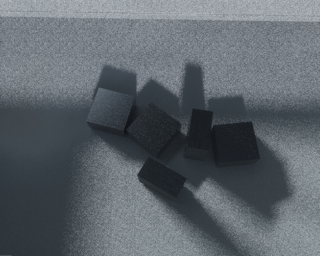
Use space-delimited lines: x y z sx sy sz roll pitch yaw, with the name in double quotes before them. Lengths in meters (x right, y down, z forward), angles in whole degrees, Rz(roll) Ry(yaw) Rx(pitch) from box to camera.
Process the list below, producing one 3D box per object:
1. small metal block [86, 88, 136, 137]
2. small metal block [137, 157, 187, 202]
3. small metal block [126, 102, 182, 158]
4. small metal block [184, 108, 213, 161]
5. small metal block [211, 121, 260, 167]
"small metal block" -0.064 -0.021 0.414 0.050 0.025 0.050 14 71 5
"small metal block" 0.002 0.063 0.371 0.050 0.050 0.025 29 74 9
"small metal block" -0.008 0.003 0.406 0.050 0.025 0.050 37 74 12
"small metal block" 0.048 0.009 0.392 0.025 0.050 0.050 9 70 2
"small metal block" 0.096 0.021 0.401 0.050 0.025 0.050 -5 70 -3
